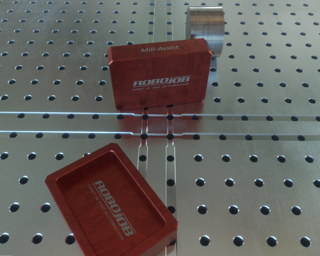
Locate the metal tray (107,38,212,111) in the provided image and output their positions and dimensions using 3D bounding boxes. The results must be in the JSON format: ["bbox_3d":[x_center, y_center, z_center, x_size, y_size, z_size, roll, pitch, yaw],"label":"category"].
[{"bbox_3d":[0.000,-0.071,0.425,0.131,0.089,0.030,-7,51,-6],"label":"metal tray"}]

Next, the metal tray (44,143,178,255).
[{"bbox_3d":[-0.054,0.085,0.332,0.091,0.030,0.130,-28,56,-22],"label":"metal tray"}]

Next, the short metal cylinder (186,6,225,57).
[{"bbox_3d":[0.071,-0.155,0.503,0.050,0.080,0.080,-1,50,-1],"label":"short metal cylinder"}]
